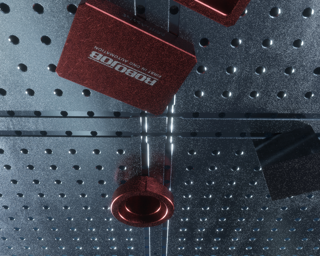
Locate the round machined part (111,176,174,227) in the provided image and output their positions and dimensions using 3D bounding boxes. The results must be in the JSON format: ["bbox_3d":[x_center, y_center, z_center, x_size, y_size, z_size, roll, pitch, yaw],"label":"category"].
[{"bbox_3d":[-0.027,0.115,0.498,0.099,0.042,0.097,0,130,0],"label":"round machined part"}]

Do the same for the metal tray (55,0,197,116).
[{"bbox_3d":[-0.037,-0.075,0.344,0.131,0.030,0.089,21,127,-18],"label":"metal tray"}]

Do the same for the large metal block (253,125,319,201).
[{"bbox_3d":[0.186,0.052,0.441,0.080,0.050,0.080,-18,128,14],"label":"large metal block"}]

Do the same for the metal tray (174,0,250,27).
[{"bbox_3d":[0.058,-0.166,0.267,0.091,0.030,0.129,20,127,-17],"label":"metal tray"}]
